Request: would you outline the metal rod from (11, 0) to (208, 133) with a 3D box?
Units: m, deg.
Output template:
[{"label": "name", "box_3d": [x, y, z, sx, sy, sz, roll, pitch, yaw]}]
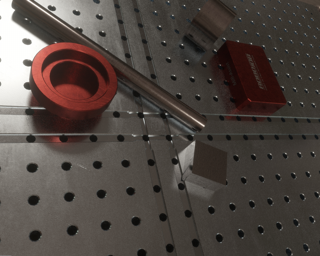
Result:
[{"label": "metal rod", "box_3d": [-0.064, -0.086, 0.427, 0.301, 0.025, 0.025, 34, 51, -7]}]

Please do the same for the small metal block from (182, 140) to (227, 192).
[{"label": "small metal block", "box_3d": [0.060, 0.050, 0.412, 0.050, 0.025, 0.050, 22, 53, -15]}]

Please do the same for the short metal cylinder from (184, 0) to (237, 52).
[{"label": "short metal cylinder", "box_3d": [0.085, -0.177, 0.529, 0.050, 0.080, 0.080, 38, 51, -3]}]

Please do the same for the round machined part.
[{"label": "round machined part", "box_3d": [-0.105, -0.052, 0.373, 0.099, 0.042, 0.098, 14, 56, -21]}]

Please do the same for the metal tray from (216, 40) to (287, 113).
[{"label": "metal tray", "box_3d": [0.161, -0.092, 0.551, 0.091, 0.030, 0.130, 1, 61, -28]}]
